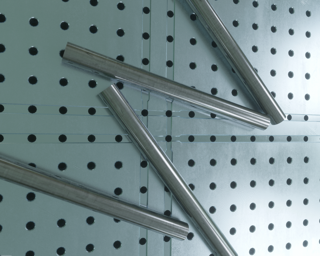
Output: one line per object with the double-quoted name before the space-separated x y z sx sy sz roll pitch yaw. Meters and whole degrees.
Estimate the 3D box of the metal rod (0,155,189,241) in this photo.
"metal rod" -0.097 0.082 0.376 0.301 0.025 0.025 25 82 -18

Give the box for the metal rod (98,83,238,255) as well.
"metal rod" 0.018 0.070 0.418 0.025 0.025 0.300 -39 103 -16

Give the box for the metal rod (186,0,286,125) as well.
"metal rod" 0.092 -0.126 0.445 0.025 0.025 0.300 -42 103 -15

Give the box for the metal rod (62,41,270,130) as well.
"metal rod" 0.022 -0.050 0.420 0.302 0.025 0.025 17 84 -19
